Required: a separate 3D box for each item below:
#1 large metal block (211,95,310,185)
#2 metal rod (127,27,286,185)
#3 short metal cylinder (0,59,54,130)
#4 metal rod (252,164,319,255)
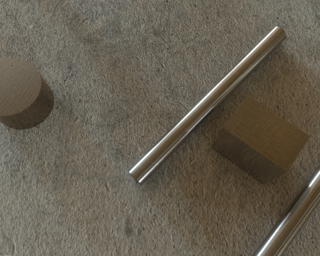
[{"bbox_3d":[0.116,0.018,0.374,0.080,0.080,0.050,36,74,12],"label":"large metal block"},{"bbox_3d":[0.073,-0.039,0.423,0.025,0.025,0.301,42,75,13],"label":"metal rod"},{"bbox_3d":[-0.188,-0.044,0.408,0.081,0.050,0.080,0,70,0],"label":"short metal cylinder"},{"bbox_3d":[0.190,0.078,0.381,0.025,0.025,0.301,41,74,13],"label":"metal rod"}]
